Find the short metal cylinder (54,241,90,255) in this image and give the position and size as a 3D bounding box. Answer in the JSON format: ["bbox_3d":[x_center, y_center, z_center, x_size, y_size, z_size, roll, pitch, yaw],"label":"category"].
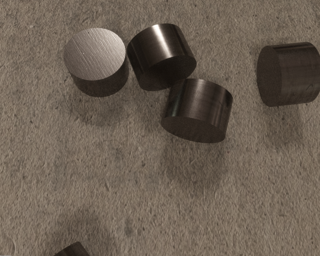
[{"bbox_3d":[-0.102,0.164,0.318,0.080,0.080,0.050,-39,75,-13],"label":"short metal cylinder"}]

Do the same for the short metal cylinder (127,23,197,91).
[{"bbox_3d":[0.002,-0.092,0.413,0.081,0.080,0.050,-19,72,-7],"label":"short metal cylinder"}]

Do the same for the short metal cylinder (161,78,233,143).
[{"bbox_3d":[0.046,-0.019,0.387,0.080,0.080,0.050,14,71,5],"label":"short metal cylinder"}]

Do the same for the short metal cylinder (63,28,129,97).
[{"bbox_3d":[-0.085,-0.089,0.426,0.081,0.050,0.080,0,70,0],"label":"short metal cylinder"}]

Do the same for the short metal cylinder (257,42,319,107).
[{"bbox_3d":[0.167,-0.070,0.407,0.050,0.080,0.080,-7,70,-3],"label":"short metal cylinder"}]
